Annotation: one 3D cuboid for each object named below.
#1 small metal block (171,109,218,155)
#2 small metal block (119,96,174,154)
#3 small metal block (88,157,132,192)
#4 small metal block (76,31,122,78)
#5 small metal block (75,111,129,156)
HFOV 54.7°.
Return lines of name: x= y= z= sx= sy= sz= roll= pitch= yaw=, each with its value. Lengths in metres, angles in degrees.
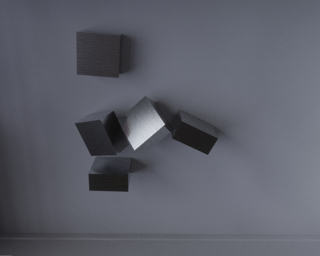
small metal block: x=0.043 y=0.004 z=0.400 sx=0.050 sy=0.050 sz=0.025 roll=25 pitch=108 yaw=-10
small metal block: x=-0.019 y=-0.004 z=0.395 sx=0.050 sy=0.025 sz=0.050 roll=-41 pitch=61 yaw=13
small metal block: x=-0.066 y=0.062 z=0.420 sx=0.050 sy=0.050 sz=0.025 roll=2 pitch=110 yaw=-1
small metal block: x=-0.073 y=-0.090 z=0.377 sx=0.050 sy=0.025 sz=0.050 roll=4 pitch=110 yaw=-2
small metal block: x=-0.075 y=0.008 z=0.401 sx=0.050 sy=0.025 sz=0.050 roll=-6 pitch=115 yaw=38
